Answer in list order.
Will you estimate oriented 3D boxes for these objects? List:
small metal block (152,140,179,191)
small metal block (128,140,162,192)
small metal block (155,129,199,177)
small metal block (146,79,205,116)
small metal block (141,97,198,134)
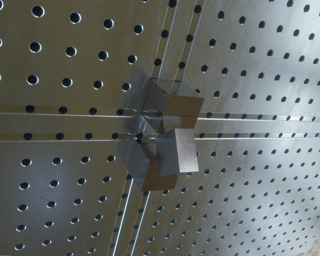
[{"bbox_3d":[0.004,0.050,0.429,0.025,0.050,0.050,1,118,-30],"label":"small metal block"},{"bbox_3d":[-0.018,0.050,0.417,0.025,0.050,0.050,1,118,-30],"label":"small metal block"},{"bbox_3d":[0.019,0.031,0.372,0.025,0.050,0.050,1,76,-28],"label":"small metal block"},{"bbox_3d":[0.018,-0.038,0.382,0.050,0.050,0.025,2,118,-30],"label":"small metal block"},{"bbox_3d":[0.011,-0.016,0.392,0.050,0.050,0.025,2,118,-30],"label":"small metal block"}]
